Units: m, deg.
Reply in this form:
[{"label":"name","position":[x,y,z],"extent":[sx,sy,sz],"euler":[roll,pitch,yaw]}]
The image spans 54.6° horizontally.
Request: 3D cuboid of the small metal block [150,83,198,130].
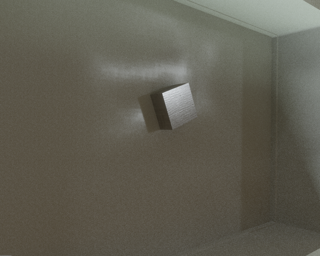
[{"label":"small metal block","position":[0.020,-0.030,0.422],"extent":[0.050,0.025,0.050],"euler":[-26,107,-37]}]
